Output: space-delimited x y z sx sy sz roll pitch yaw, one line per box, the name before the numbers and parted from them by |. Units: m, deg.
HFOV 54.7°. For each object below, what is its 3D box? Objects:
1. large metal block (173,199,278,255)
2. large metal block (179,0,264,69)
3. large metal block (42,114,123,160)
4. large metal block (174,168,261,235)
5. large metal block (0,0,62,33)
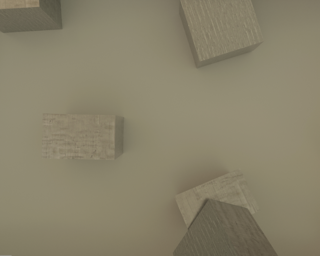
large metal block | 0.062 0.130 0.300 0.050 0.080 0.080 19 113 -23
large metal block | 0.075 -0.131 0.397 0.080 0.050 0.080 -17 90 2
large metal block | -0.090 0.009 0.383 0.081 0.080 0.050 1 90 0
large metal block | 0.066 0.091 0.380 0.080 0.080 0.050 -23 77 0
large metal block | -0.175 -0.157 0.382 0.080 0.080 0.050 -4 90 0
